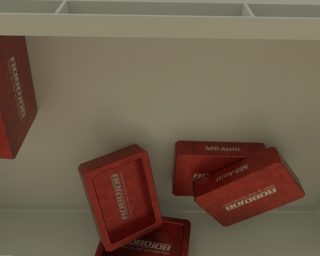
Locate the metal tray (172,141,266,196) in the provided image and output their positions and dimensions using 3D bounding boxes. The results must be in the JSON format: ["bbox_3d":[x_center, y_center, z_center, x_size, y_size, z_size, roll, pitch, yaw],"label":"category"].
[{"bbox_3d":[0.086,0.063,0.460,0.131,0.030,0.089,2,130,-2],"label":"metal tray"}]

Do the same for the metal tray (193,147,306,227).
[{"bbox_3d":[0.124,0.088,0.442,0.130,0.030,0.090,-30,124,23],"label":"metal tray"}]

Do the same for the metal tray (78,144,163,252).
[{"bbox_3d":[-0.052,0.098,0.435,0.091,0.030,0.129,-20,113,-22],"label":"metal tray"}]

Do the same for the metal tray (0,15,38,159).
[{"bbox_3d":[-0.167,-0.042,0.329,0.030,0.090,0.129,5,130,-4],"label":"metal tray"}]

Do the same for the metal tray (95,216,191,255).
[{"bbox_3d":[-0.023,0.177,0.467,0.131,0.090,0.030,6,130,6],"label":"metal tray"}]
